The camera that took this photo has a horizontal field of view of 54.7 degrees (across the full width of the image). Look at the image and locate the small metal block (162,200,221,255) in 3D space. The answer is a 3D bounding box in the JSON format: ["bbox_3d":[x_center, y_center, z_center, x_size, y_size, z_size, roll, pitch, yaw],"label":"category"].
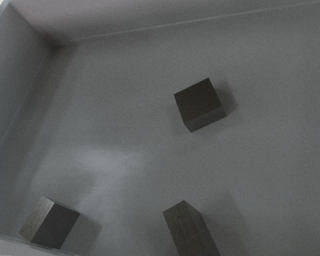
[{"bbox_3d":[0.032,0.106,0.307,0.025,0.050,0.050,-32,52,8],"label":"small metal block"}]

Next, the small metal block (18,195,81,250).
[{"bbox_3d":[-0.136,0.118,0.387,0.025,0.050,0.050,18,71,34],"label":"small metal block"}]

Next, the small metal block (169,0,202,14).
[{"bbox_3d":[0.044,-0.227,0.523,0.050,0.025,0.050,-41,51,0],"label":"small metal block"}]

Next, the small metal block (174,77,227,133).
[{"bbox_3d":[0.051,-0.029,0.396,0.050,0.025,0.050,-25,53,12],"label":"small metal block"}]
